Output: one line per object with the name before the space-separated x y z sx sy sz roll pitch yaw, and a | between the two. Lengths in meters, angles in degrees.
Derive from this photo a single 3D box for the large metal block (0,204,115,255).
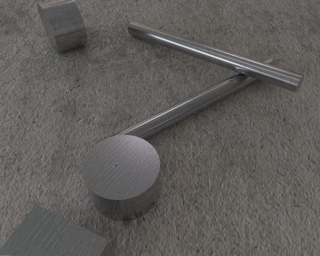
large metal block | -0.098 0.129 0.278 0.080 0.050 0.080 20 53 16

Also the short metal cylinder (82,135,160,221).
short metal cylinder | -0.040 0.054 0.341 0.081 0.050 0.080 0 50 0

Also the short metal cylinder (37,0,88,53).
short metal cylinder | -0.160 -0.169 0.509 0.050 0.080 0.080 -25 54 -19

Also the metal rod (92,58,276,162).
metal rod | 0.048 -0.033 0.431 0.302 0.025 0.025 -27 55 -22

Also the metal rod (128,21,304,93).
metal rod | 0.068 -0.118 0.480 0.300 0.025 0.025 27 55 29
